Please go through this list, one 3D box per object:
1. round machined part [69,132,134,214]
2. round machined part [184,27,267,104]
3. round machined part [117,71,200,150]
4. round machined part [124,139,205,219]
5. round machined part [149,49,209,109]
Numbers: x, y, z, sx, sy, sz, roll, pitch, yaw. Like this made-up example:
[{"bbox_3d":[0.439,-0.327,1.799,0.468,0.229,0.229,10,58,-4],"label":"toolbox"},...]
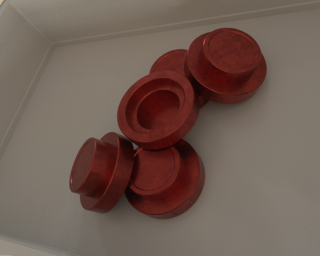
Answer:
[{"bbox_3d":[-0.075,0.050,0.373,0.098,0.042,0.098,-39,38,40],"label":"round machined part"},{"bbox_3d":[0.081,-0.081,0.372,0.099,0.042,0.098,3,63,-5],"label":"round machined part"},{"bbox_3d":[0.001,-0.018,0.374,0.098,0.042,0.098,-13,56,20],"label":"round machined part"},{"bbox_3d":[-0.001,0.052,0.360,0.098,0.042,0.098,-13,56,20],"label":"round machined part"},{"bbox_3d":[0.024,-0.068,0.420,0.098,0.042,0.098,-13,56,20],"label":"round machined part"}]
